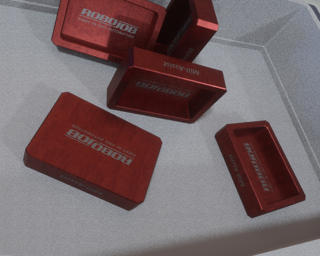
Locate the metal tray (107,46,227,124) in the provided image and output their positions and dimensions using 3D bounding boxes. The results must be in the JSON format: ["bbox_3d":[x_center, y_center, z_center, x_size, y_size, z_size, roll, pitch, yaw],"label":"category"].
[{"bbox_3d":[0.007,-0.049,0.398,0.131,0.090,0.030,10,58,-24],"label":"metal tray"}]

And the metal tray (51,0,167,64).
[{"bbox_3d":[-0.067,-0.138,0.412,0.131,0.089,0.030,13,22,-22],"label":"metal tray"}]

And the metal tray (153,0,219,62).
[{"bbox_3d":[0.026,-0.129,0.433,0.030,0.129,0.090,7,59,-25],"label":"metal tray"}]

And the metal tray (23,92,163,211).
[{"bbox_3d":[-0.070,0.026,0.350,0.131,0.030,0.090,27,52,-12],"label":"metal tray"}]

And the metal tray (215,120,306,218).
[{"bbox_3d":[0.144,0.054,0.448,0.091,0.030,0.130,-5,64,-31],"label":"metal tray"}]
